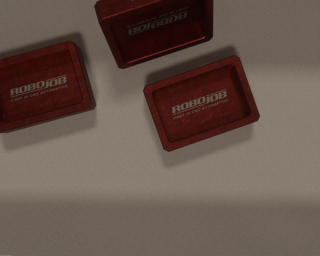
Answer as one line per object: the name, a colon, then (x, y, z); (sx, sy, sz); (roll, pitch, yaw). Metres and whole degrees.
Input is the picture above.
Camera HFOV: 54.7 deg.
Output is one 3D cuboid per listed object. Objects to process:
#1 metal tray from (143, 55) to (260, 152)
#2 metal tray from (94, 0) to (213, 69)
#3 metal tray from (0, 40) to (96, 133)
metal tray: (0.053, -0.031, 0.409); (0.131, 0.030, 0.090); (-19, 90, -1)
metal tray: (-0.002, -0.128, 0.377); (0.131, 0.090, 0.030); (-18, 63, 0)
metal tray: (-0.160, -0.052, 0.406); (0.131, 0.030, 0.090); (-15, 90, -1)
